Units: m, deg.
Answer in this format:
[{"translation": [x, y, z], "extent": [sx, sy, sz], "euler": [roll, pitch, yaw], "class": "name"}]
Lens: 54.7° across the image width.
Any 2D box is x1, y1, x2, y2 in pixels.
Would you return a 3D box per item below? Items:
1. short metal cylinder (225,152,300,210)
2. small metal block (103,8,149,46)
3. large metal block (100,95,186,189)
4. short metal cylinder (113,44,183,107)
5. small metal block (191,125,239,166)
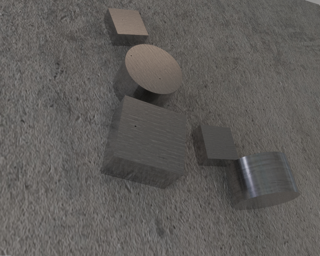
[{"translation": [0.129, 0.069, 0.396], "extent": [0.081, 0.080, 0.050], "euler": [6, 59, -25], "class": "short metal cylinder"}, {"translation": [-0.052, -0.152, 0.468], "extent": [0.050, 0.025, 0.050], "euler": [-8, 66, -32], "class": "small metal block"}, {"translation": [-0.018, 0.018, 0.367], "extent": [0.081, 0.050, 0.080], "euler": [18, 55, -18], "class": "large metal block"}, {"translation": [-0.017, -0.065, 0.418], "extent": [0.081, 0.050, 0.080], "euler": [14, 56, -21], "class": "short metal cylinder"}, {"translation": [0.076, 0.025, 0.429], "extent": [0.050, 0.025, 0.050], "euler": [6, 59, -26], "class": "small metal block"}]
